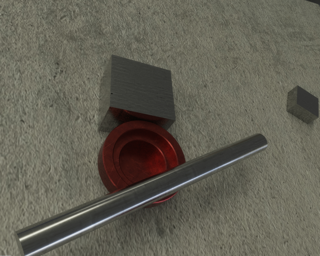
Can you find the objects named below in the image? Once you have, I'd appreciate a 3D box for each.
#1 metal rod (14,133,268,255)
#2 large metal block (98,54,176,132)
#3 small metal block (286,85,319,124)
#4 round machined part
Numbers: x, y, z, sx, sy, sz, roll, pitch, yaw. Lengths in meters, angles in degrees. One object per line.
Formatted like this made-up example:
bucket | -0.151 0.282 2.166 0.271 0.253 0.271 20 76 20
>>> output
metal rod | 0.012 0.055 0.322 0.302 0.025 0.025 -17 71 -35
large metal block | -0.031 -0.037 0.392 0.081 0.050 0.080 11 54 -22
small metal block | 0.264 -0.043 0.572 0.050 0.025 0.050 30 52 -10
round machined part | -0.023 0.043 0.354 0.099 0.042 0.098 13 56 -21
